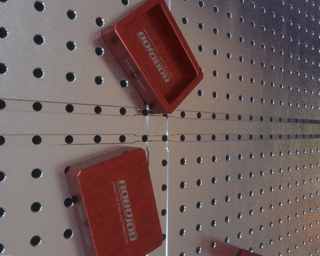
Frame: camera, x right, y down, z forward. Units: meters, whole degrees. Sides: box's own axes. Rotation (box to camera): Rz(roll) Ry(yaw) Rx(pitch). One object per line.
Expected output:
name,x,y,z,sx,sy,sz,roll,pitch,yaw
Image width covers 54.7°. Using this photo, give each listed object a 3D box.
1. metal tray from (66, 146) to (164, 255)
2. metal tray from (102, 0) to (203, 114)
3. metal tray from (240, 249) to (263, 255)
metal tray,-0.049,0.096,0.366,0.091,0.030,0.129,-19,102,-39
metal tray,-0.003,-0.093,0.404,0.090,0.030,0.130,-48,119,-29
metal tray,0.206,0.260,0.543,0.130,0.090,0.030,41,65,-33
